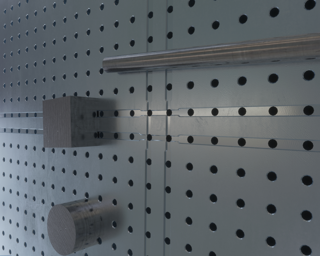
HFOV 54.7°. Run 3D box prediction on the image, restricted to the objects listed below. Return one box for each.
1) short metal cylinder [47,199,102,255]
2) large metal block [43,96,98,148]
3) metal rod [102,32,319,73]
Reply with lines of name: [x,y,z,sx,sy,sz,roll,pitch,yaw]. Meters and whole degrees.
short metal cylinder: [-0.141,0.161,0.509,0.080,0.050,0.079,0,90,40]
large metal block: [-0.151,-0.008,0.518,0.080,0.050,0.080,-3,88,40]
metal rod: [0.037,-0.086,0.378,0.300,0.025,0.025,5,93,39]
